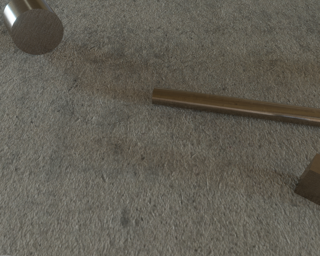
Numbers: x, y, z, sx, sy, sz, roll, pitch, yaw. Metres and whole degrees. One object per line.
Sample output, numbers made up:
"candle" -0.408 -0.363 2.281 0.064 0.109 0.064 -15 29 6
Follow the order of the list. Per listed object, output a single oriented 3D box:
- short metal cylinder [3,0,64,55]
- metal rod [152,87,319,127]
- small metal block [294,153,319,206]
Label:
"short metal cylinder" -0.206 -0.168 0.506 0.081 0.080 0.050 -25 55 -20
"metal rod" 0.139 -0.025 0.425 0.302 0.025 0.025 8 51 6
"small metal block" 0.183 0.062 0.338 0.050 0.050 0.025 27 55 20
